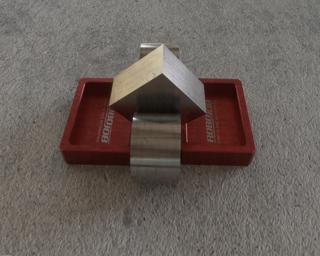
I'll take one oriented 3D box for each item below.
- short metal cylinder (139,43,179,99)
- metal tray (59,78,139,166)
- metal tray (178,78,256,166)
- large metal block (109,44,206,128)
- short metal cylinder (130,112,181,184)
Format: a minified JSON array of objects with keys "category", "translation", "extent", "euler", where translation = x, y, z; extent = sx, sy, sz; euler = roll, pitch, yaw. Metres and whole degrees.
[{"category":"short metal cylinder","translation":[0.000,-0.077,0.434],"extent":[0.050,0.080,0.080],"euler":[2,50,1]},{"category":"metal tray","translation":[-0.071,-0.013,0.412],"extent":[0.091,0.030,0.130],"euler":[1,50,1]},{"category":"metal tray","translation":[0.069,-0.012,0.413],"extent":[0.091,0.030,0.130],"euler":[1,50,1]},{"category":"large metal block","translation":[-0.002,-0.040,0.376],"extent":[0.080,0.080,0.050],"euler":[-27,43,31]},{"category":"short metal cylinder","translation":[-0.004,0.023,0.350],"extent":[0.050,0.080,0.080],"euler":[2,50,1]}]
